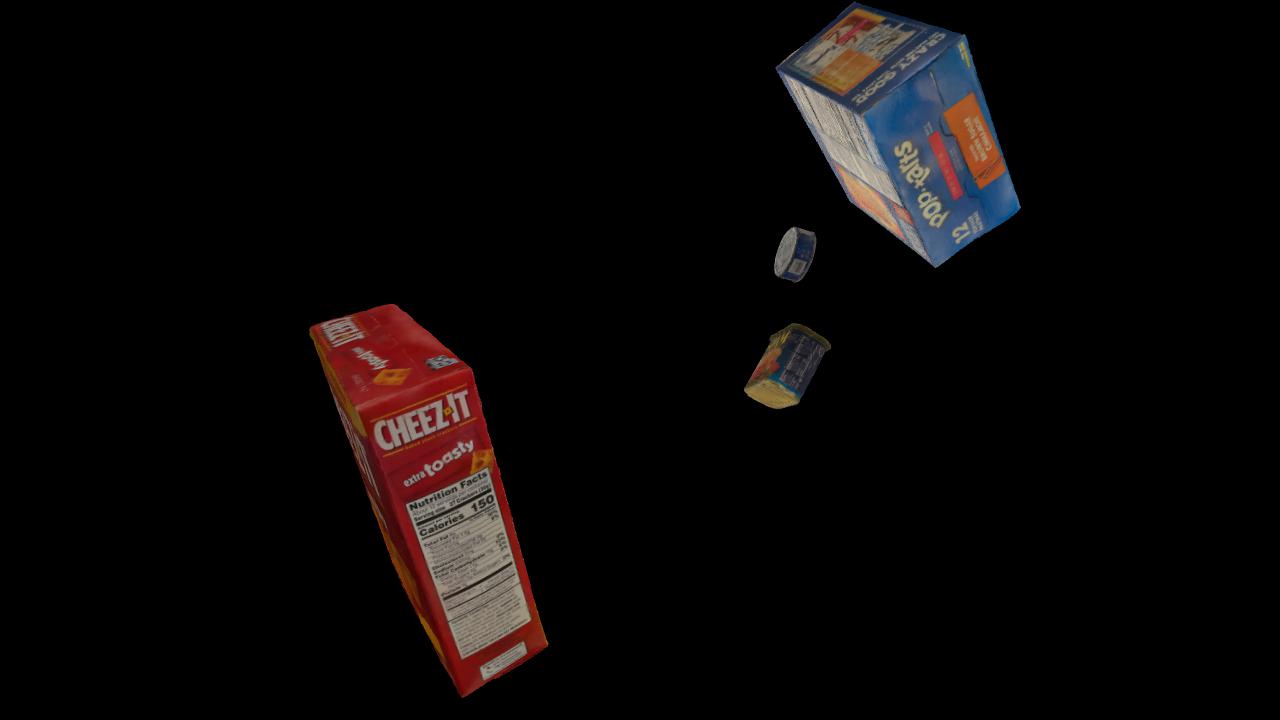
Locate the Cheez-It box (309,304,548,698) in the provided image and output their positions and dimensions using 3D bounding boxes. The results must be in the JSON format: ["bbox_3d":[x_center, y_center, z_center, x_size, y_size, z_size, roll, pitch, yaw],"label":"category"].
[{"bbox_3d":[-0.147,0.088,0.424,0.071,0.223,0.166,-22,29,-29],"label":"Cheez-It box"}]

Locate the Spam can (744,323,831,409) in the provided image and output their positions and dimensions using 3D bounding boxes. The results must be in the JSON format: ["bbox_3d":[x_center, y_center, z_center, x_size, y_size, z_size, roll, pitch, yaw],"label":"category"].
[{"bbox_3d":[0.183,0.011,0.774,0.058,0.085,0.101,31,-13,-2],"label":"Spam can"}]

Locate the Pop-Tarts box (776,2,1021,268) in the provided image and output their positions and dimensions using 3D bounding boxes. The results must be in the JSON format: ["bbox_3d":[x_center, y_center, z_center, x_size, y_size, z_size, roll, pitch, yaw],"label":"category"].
[{"bbox_3d":[0.208,-0.182,0.500,0.167,0.083,0.141,41,17,-37],"label":"Pop-Tarts box"}]

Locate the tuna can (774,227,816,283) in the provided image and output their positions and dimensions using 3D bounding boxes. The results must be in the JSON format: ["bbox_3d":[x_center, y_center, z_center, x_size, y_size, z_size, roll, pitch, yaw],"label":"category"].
[{"bbox_3d":[0.246,-0.168,0.980,0.034,0.084,0.084,15,-2,-8],"label":"tuna can"}]
